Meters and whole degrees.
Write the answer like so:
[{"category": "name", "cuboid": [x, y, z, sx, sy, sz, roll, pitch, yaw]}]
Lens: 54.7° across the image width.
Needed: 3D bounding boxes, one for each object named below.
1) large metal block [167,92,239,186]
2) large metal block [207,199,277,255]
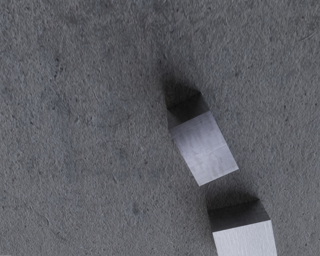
[{"category": "large metal block", "cuboid": [0.050, 0.011, 0.385, 0.050, 0.080, 0.080, -26, 108, 9]}, {"category": "large metal block", "cuboid": [0.121, 0.161, 0.457, 0.080, 0.050, 0.080, -14, 110, 5]}]
